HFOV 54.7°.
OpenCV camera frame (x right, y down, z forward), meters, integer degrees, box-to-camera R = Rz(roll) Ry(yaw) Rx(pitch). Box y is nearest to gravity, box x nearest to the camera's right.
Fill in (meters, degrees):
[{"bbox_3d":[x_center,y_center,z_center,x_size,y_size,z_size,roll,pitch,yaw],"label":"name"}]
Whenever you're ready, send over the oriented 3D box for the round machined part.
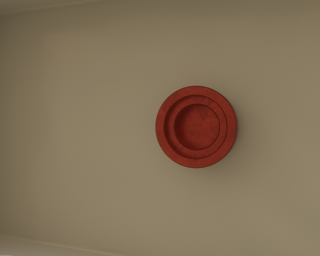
[{"bbox_3d":[0.048,-0.001,0.384,0.098,0.042,0.097,0,90,19],"label":"round machined part"}]
